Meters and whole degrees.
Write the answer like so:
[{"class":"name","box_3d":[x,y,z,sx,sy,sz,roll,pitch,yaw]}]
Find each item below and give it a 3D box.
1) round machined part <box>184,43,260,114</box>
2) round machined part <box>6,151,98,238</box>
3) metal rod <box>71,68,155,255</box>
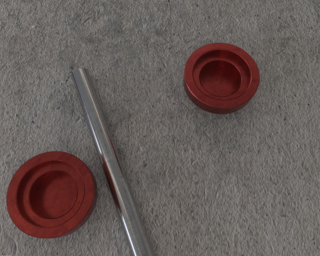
[{"class":"round machined part","box_3d":[0.081,-0.063,0.423,0.099,0.042,0.098,0,70,0]},{"class":"round machined part","box_3d":[-0.124,0.080,0.369,0.099,0.042,0.098,0,70,0]},{"class":"metal rod","box_3d":[-0.057,0.054,0.387,0.025,0.025,0.299,-20,71,-7]}]
